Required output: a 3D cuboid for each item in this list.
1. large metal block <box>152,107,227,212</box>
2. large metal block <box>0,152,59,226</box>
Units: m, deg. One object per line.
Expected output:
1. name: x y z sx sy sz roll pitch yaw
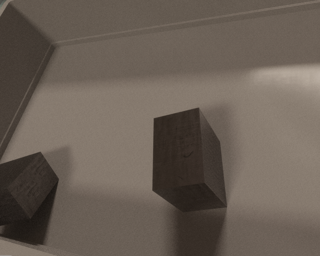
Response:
1. large metal block: 0.033 0.037 0.330 0.050 0.080 0.080 -13 56 21
2. large metal block: -0.200 0.083 0.419 0.080 0.050 0.080 -17 24 18
